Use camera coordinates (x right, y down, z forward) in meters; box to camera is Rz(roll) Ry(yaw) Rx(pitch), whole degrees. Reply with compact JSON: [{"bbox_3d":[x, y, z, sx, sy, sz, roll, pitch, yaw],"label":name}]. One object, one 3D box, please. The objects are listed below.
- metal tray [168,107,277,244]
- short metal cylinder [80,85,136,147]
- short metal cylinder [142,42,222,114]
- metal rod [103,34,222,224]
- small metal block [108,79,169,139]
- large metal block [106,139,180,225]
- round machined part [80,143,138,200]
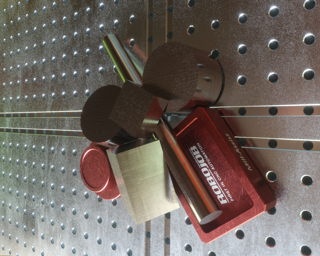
[{"bbox_3d":[0.056,0.052,0.355,0.090,0.030,0.130,-44,64,31],"label":"metal tray"},{"bbox_3d":[-0.061,-0.013,0.424,0.080,0.050,0.080,-10,69,28],"label":"short metal cylinder"},{"bbox_3d":[0.026,-0.057,0.367,0.080,0.050,0.079,0,90,40],"label":"short metal cylinder"},{"bbox_3d":[-0.012,-0.022,0.382,0.025,0.025,0.299,-50,51,28],"label":"metal rod"},{"bbox_3d":[-0.025,-0.021,0.356,0.050,0.025,0.050,33,102,35],"label":"small metal block"},{"bbox_3d":[-0.024,0.059,0.374,0.080,0.050,0.080,179,74,-73],"label":"large metal block"},{"bbox_3d":[-0.082,0.058,0.460,0.098,0.042,0.097,0,90,40],"label":"round machined part"}]
